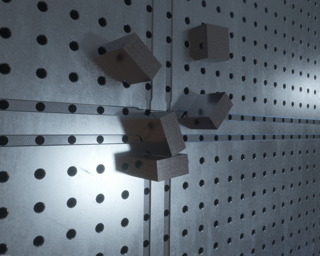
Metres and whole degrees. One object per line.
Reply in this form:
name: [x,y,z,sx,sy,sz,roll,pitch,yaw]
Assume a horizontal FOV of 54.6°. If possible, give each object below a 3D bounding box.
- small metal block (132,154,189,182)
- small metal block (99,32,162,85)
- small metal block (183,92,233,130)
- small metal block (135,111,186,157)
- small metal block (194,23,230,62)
small metal block: [0.000,0.047,0.392,0.050,0.050,0.025,-7,95,-40]
small metal block: [-0.034,-0.079,0.363,0.050,0.050,0.025,46,63,-30]
small metal block: [0.070,-0.024,0.450,0.025,0.050,0.050,52,60,-28]
small metal block: [0.000,0.007,0.392,0.025,0.050,0.050,-29,108,-36]
small metal block: [0.080,-0.129,0.475,0.050,0.025,0.050,-6,94,-40]
